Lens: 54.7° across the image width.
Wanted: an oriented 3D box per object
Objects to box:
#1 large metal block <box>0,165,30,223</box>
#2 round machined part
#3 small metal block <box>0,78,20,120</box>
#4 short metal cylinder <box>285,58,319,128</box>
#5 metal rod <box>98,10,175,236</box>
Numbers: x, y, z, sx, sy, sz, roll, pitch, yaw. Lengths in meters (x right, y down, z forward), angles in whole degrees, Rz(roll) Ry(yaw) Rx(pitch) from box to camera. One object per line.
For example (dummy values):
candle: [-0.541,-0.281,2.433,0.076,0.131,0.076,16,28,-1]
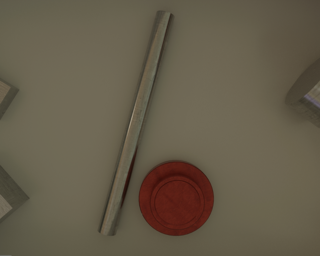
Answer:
large metal block: [-0.234,0.092,0.396,0.080,0.050,0.080,-41,91,0]
round machined part: [0.021,0.093,0.403,0.099,0.042,0.097,0,90,-1]
small metal block: [-0.226,-0.044,0.408,0.050,0.025,0.050,32,90,-1]
short metal cylinder: [0.205,-0.046,0.387,0.050,0.080,0.080,37,90,-1]
metal rod: [-0.031,-0.006,0.410,0.025,0.025,0.298,15,90,-1]
